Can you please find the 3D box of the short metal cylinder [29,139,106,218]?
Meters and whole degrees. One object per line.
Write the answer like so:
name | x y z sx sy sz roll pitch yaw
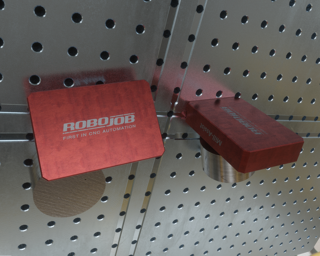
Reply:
short metal cylinder | -0.111 0.059 0.371 0.081 0.050 0.079 -14 124 -21

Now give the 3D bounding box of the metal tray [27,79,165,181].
metal tray | -0.068 0.000 0.338 0.131 0.030 0.090 -11 83 -23

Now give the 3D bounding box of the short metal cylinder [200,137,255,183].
short metal cylinder | 0.100 0.034 0.451 0.081 0.080 0.050 -21 127 -16

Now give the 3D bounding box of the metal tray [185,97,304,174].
metal tray | 0.103 0.002 0.401 0.091 0.130 0.030 -8 122 -25
